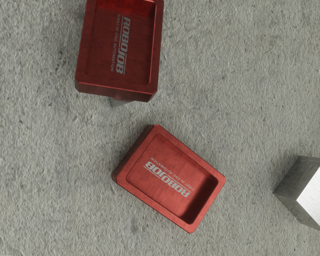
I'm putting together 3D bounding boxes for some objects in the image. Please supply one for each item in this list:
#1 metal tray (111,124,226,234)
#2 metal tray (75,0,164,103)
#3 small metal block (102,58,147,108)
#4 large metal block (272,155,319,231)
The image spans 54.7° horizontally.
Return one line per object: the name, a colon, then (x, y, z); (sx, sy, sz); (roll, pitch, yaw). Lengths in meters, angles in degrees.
metal tray: (0.014, 0.067, 0.411); (0.130, 0.030, 0.090); (39, 78, -16)
metal tray: (-0.046, -0.101, 0.368); (0.091, 0.030, 0.129); (8, 74, -13)
small metal block: (-0.043, -0.057, 0.393); (0.050, 0.025, 0.050); (-20, 97, -19)
large metal block: (0.239, 0.101, 0.485); (0.080, 0.050, 0.080); (45, 76, -15)
